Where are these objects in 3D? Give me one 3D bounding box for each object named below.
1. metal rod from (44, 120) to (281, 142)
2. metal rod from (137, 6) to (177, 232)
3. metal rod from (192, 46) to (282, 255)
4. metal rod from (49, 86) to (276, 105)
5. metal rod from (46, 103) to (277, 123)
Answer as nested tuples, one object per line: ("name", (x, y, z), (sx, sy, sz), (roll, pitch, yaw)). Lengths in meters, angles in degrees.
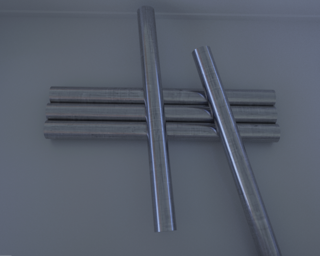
("metal rod", (0.003, 0.004, 0.407), (0.302, 0.025, 0.025), (1, 70, 0))
("metal rod", (-0.007, -0.026, 0.391), (0.025, 0.025, 0.299), (-5, 70, -2))
("metal rod", (0.094, 0.039, 0.374), (0.025, 0.025, 0.299), (-15, 78, -6))
("metal rod", (0.004, -0.042, 0.424), (0.302, 0.025, 0.025), (1, 70, 0))
("metal rod", (0.002, -0.019, 0.415), (0.302, 0.025, 0.025), (1, 70, 0))
